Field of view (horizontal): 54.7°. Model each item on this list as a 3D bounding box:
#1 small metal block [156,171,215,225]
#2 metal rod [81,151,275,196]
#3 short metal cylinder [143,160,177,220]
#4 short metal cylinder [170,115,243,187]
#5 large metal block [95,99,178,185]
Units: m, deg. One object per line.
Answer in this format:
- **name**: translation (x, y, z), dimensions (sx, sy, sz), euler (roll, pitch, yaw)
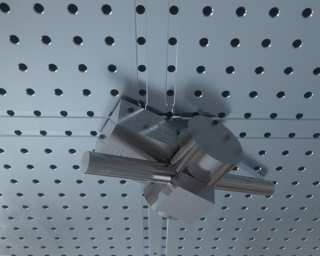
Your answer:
- **small metal block**: translation (0.031, 0.086, 0.377), dimensions (0.050, 0.025, 0.050), euler (28, 125, -12)
- **metal rod**: translation (0.045, 0.066, 0.412), dimensions (0.302, 0.025, 0.025), euler (13, 131, -31)
- **short metal cylinder**: translation (0.023, 0.082, 0.441), dimensions (0.080, 0.080, 0.050), euler (24, 126, -19)
- **short metal cylinder**: translation (0.058, 0.030, 0.397), dimensions (0.080, 0.080, 0.050), euler (22, 127, -18)
- **large metal block**: translation (-0.033, 0.021, 0.405), dimensions (0.080, 0.050, 0.080), euler (23, 126, -19)
